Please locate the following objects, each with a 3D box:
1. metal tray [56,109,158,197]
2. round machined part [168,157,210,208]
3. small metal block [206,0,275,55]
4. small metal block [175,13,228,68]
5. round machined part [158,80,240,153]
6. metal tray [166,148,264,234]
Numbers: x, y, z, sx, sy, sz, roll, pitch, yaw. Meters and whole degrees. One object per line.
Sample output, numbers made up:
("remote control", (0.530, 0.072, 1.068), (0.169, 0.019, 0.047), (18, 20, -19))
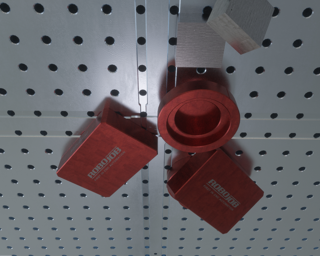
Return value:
("metal tray", (-0.076, 0.041, 0.442), (0.090, 0.030, 0.129), (31, 123, -24))
("round machined part", (0.061, 0.091, 0.478), (0.099, 0.042, 0.097), (0, 130, 0))
("small metal block", (0.079, -0.109, 0.300), (0.050, 0.050, 0.025), (33, 159, -25))
("small metal block", (0.043, -0.093, 0.332), (0.050, 0.025, 0.050), (1, 130, -1))
("round machined part", (0.046, -0.018, 0.385), (0.099, 0.042, 0.097), (-1, 130, 0))
("metal tray", (0.084, 0.090, 0.452), (0.090, 0.030, 0.130), (-47, 121, 2))
